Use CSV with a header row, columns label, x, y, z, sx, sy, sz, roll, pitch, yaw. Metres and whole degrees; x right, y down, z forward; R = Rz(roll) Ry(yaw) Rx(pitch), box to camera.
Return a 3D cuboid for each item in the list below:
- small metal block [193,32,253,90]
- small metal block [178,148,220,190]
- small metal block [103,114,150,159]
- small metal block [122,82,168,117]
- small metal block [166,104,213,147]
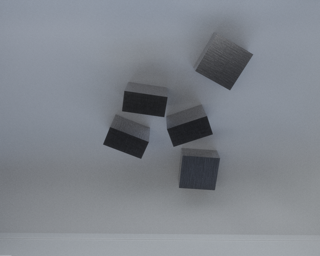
label,x,y,z,sx,sy,sz,roll,pitch,yaw
small metal block,0.076,-0.082,0.381,0.050,0.025,0.050,27,108,-10
small metal block,0.053,0.057,0.433,0.050,0.025,0.050,4,110,-2
small metal block,-0.042,0.010,0.401,0.050,0.050,0.025,22,109,-8
small metal block,-0.018,-0.036,0.384,0.050,0.050,0.025,8,110,-3
small metal block,0.036,-0.004,0.397,0.050,0.050,0.025,-18,109,6
